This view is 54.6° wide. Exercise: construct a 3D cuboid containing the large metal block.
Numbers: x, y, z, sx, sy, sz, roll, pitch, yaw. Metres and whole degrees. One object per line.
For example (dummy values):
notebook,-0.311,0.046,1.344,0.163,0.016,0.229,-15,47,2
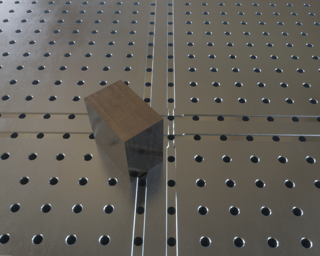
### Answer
large metal block,-0.041,0.004,0.369,0.050,0.080,0.080,-32,57,-24
